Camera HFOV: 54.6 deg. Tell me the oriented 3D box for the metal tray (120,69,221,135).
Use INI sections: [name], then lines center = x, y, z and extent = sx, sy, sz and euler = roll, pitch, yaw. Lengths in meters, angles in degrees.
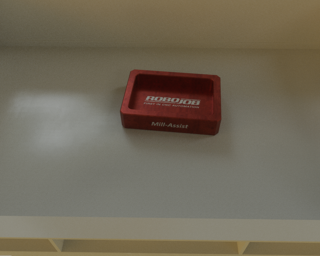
[metal tray]
center = 0.017, -0.038, 0.433
extent = 0.131, 0.030, 0.090
euler = 5, 50, 4
